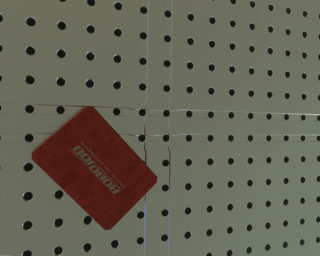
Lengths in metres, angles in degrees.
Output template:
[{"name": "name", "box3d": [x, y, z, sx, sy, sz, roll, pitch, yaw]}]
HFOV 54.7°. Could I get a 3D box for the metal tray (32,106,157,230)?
[{"name": "metal tray", "box3d": [-0.078, 0.048, 0.382, 0.090, 0.030, 0.130, -44, 104, -15]}]
